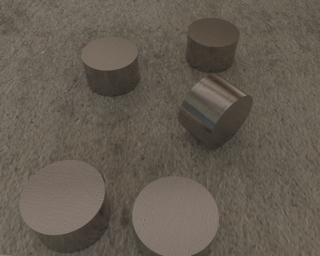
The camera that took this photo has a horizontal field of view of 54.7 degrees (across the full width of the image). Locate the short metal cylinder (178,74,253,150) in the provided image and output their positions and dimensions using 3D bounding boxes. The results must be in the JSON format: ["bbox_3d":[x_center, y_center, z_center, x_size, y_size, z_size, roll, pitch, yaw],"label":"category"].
[{"bbox_3d":[0.069,-0.020,0.385,0.080,0.080,0.050,-34,58,-25],"label":"short metal cylinder"}]

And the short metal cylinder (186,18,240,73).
[{"bbox_3d":[0.083,-0.134,0.501,0.081,0.050,0.080,0,50,0],"label":"short metal cylinder"}]

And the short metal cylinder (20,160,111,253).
[{"bbox_3d":[-0.094,0.080,0.319,0.081,0.050,0.080,0,50,0],"label":"short metal cylinder"}]

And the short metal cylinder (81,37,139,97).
[{"bbox_3d":[-0.072,-0.093,0.464,0.081,0.050,0.080,0,50,0],"label":"short metal cylinder"}]

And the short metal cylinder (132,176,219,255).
[{"bbox_3d":[0.014,0.095,0.307,0.081,0.050,0.080,0,50,0],"label":"short metal cylinder"}]
